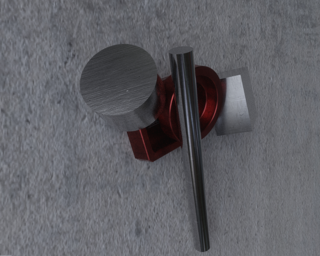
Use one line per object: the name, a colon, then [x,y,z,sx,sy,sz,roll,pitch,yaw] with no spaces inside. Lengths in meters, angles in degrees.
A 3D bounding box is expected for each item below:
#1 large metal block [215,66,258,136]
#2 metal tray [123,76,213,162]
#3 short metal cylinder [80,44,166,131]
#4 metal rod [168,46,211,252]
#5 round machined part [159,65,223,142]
large metal block: [0.109,-0.042,0.462,0.080,0.050,0.080,-41,118,-61]
metal tray: [0.013,-0.021,0.416,0.131,0.030,0.089,-26,107,-37]
short metal cylinder: [-0.037,-0.042,0.332,0.050,0.080,0.080,60,46,-68]
metal rod: [0.042,0.048,0.387,0.025,0.025,0.298,-34,128,-35]
round machined part: [0.033,-0.032,0.393,0.099,0.042,0.097,-19,118,-39]
